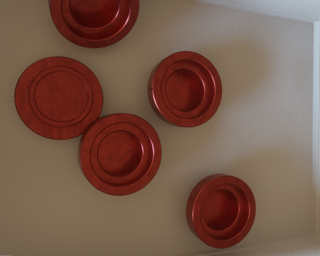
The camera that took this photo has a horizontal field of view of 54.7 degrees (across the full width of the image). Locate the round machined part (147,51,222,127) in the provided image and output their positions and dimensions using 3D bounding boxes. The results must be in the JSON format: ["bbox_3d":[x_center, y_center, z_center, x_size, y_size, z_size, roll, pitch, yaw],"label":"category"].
[{"bbox_3d":[0.030,-0.050,0.414,0.099,0.042,0.097,0,90,-21],"label":"round machined part"}]

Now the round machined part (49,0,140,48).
[{"bbox_3d":[-0.077,-0.145,0.355,0.099,0.042,0.097,-16,140,-13],"label":"round machined part"}]

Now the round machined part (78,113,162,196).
[{"bbox_3d":[-0.051,0.030,0.382,0.099,0.042,0.097,-1,93,-23],"label":"round machined part"}]

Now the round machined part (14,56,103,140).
[{"bbox_3d":[-0.115,-0.035,0.359,0.099,0.042,0.097,0,90,-21],"label":"round machined part"}]

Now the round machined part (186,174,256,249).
[{"bbox_3d":[0.081,0.112,0.433,0.099,0.042,0.097,0,90,-21],"label":"round machined part"}]
